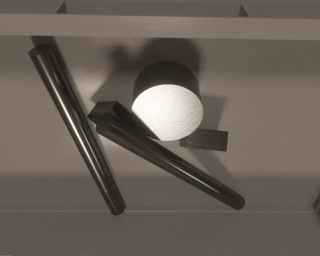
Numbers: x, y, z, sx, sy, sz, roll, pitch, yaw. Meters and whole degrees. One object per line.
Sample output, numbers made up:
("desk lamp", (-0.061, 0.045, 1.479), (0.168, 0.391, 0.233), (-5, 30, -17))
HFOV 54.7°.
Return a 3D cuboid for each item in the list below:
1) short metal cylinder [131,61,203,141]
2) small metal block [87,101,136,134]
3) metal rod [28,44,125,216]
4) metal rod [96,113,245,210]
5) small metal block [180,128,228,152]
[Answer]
("short metal cylinder", (0.008, -0.031, 0.366), (0.081, 0.050, 0.079), (0, 130, 0))
("small metal block", (-0.055, -0.008, 0.384), (0.050, 0.025, 0.050), (43, 159, -30))
("metal rod", (-0.101, 0.027, 0.430), (0.025, 0.025, 0.298), (-9, 130, 7))
("metal rod", (0.036, 0.060, 0.422), (0.025, 0.025, 0.301), (-33, 135, 24))
("small metal block", (0.056, 0.015, 0.404), (0.050, 0.050, 0.025), (6, 88, -6))
